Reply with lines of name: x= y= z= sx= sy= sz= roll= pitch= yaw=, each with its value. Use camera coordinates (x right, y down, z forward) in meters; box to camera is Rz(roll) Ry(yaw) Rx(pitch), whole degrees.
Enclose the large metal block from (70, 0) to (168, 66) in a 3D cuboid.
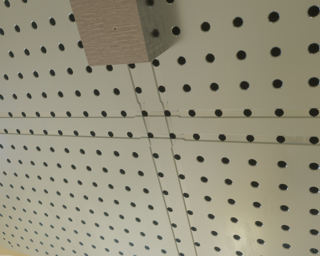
large metal block: x=-0.044 y=-0.117 z=0.346 sx=0.080 sy=0.050 sz=0.080 roll=2 pitch=120 yaw=27
